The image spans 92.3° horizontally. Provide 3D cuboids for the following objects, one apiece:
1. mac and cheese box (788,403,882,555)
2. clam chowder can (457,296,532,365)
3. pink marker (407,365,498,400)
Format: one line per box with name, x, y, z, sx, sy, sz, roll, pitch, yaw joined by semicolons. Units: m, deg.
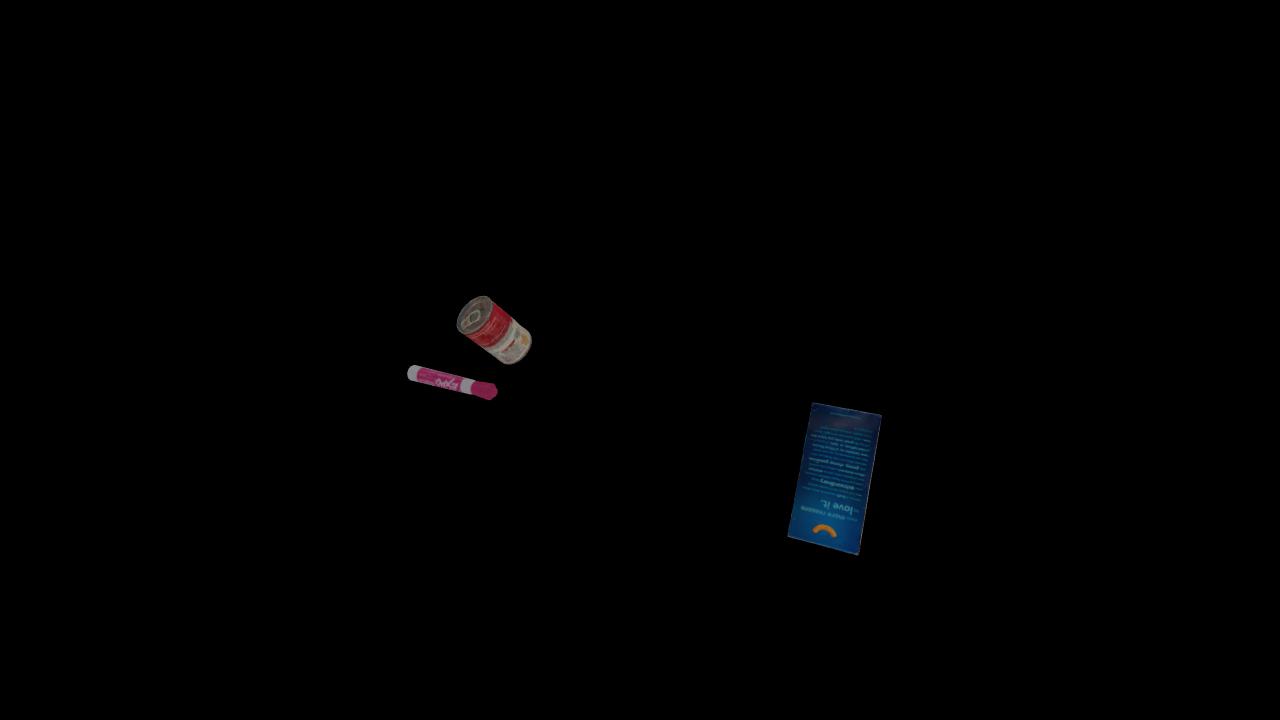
mac and cheese box;0.262;0.156;0.826;0.093;0.184;0.041;10;-10;23
clam chowder can;-0.224;-0.044;0.956;0.068;0.068;0.102;0;-29;33
pink marker;-0.212;0.025;0.695;0.121;0.020;0.020;11;5;24
